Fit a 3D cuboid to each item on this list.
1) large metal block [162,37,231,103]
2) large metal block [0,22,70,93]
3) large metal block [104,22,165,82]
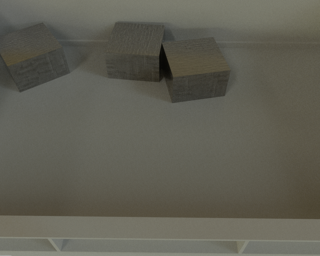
[{"bbox_3d":[0.050,-0.088,0.463,0.081,0.050,0.080,-8,51,-7],"label":"large metal block"},{"bbox_3d":[-0.199,-0.111,0.481,0.081,0.050,0.080,-28,55,-21],"label":"large metal block"},{"bbox_3d":[-0.036,-0.121,0.490,0.080,0.050,0.080,5,50,4],"label":"large metal block"}]
